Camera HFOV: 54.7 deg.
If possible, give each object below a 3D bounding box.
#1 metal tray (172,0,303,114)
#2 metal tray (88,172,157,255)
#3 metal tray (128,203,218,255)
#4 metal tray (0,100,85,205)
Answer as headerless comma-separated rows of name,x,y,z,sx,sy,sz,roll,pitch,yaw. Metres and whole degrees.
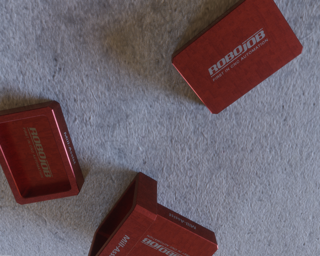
metal tray,0.090,-0.090,0.375,0.130,0.030,0.090,-37,106,12
metal tray,-0.052,0.134,0.423,0.030,0.090,0.129,32,107,-11
metal tray,0.010,0.174,0.472,0.131,0.030,0.090,30,107,-11
metal tray,-0.165,0.035,0.417,0.090,0.030,0.129,-11,110,3
